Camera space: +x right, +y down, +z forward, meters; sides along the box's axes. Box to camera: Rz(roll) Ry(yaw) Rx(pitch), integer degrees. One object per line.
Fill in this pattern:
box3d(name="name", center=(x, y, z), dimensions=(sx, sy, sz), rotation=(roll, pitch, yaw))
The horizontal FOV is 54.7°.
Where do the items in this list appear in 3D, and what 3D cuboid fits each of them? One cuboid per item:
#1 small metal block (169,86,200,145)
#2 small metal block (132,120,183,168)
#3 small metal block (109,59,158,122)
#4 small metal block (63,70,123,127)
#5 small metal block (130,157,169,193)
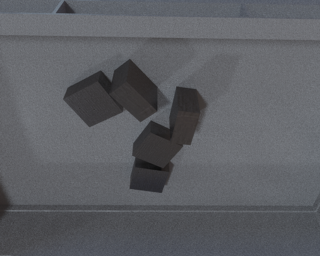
box3d(name="small metal block", center=(0.029, -0.015, 0.380), dimensions=(0.025, 0.050, 0.050), rotation=(7, 130, -6))
box3d(name="small metal block", center=(-0.004, 0.024, 0.429), dimensions=(0.050, 0.025, 0.050), rotation=(25, 126, -20))
box3d(name="small metal block", center=(-0.029, -0.043, 0.355), dimensions=(0.025, 0.050, 0.050), rotation=(-32, 124, 24))
box3d(name="small metal block", center=(-0.079, -0.035, 0.379), dimensions=(0.050, 0.025, 0.050), rotation=(-23, 127, 18))
box3d(name="small metal block", center=(-0.016, 0.070, 0.469), dimensions=(0.050, 0.025, 0.050), rotation=(9, 130, -9))
